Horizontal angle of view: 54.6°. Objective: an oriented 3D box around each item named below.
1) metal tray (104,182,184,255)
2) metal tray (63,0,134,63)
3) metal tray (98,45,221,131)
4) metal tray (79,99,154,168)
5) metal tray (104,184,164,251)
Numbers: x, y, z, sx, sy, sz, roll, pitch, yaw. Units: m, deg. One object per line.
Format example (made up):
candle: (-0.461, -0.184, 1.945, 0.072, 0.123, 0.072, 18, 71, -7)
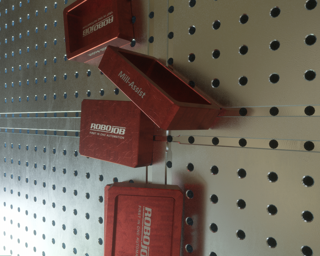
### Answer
metal tray: (-0.021, 0.136, 0.383, 0.091, 0.030, 0.129, 4, 90, -3)
metal tray: (-0.101, -0.165, 0.490, 0.130, 0.030, 0.090, -10, 84, 39)
metal tray: (-0.002, -0.048, 0.369, 0.130, 0.091, 0.030, 44, 117, 31)
metal tray: (-0.068, 0.004, 0.464, 0.130, 0.030, 0.089, 6, 94, 40)
metal tray: (-0.039, 0.148, 0.439, 0.090, 0.030, 0.129, 1, 91, 40)
